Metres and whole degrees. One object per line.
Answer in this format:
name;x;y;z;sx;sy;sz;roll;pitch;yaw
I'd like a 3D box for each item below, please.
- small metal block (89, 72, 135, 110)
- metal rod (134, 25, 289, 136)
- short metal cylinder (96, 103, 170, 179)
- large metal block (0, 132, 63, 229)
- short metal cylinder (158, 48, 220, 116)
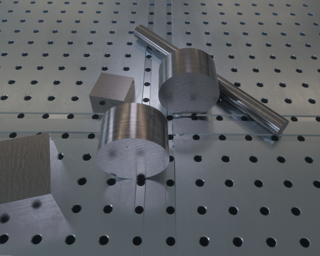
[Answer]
small metal block;-0.068;-0.052;0.451;0.050;0.025;0.050;10;51;8
metal rod;0.063;-0.086;0.480;0.025;0.025;0.300;-34;58;-25
short metal cylinder;-0.030;0.017;0.358;0.081;0.080;0.050;-1;50;-1
large metal block;-0.156;0.058;0.342;0.081;0.050;0.080;-11;51;-9
short metal cylinder;0.038;-0.062;0.424;0.081;0.080;0.050;0;50;0
